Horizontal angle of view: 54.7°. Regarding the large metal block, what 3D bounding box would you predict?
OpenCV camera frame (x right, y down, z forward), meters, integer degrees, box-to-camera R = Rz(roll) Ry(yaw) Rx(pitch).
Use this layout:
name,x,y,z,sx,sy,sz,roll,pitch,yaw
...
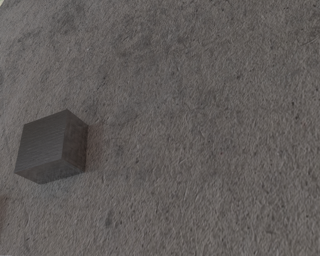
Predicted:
name,x,y,z,sx,sy,sz,roll,pitch,yaw
large metal block,-0.156,0.029,0.452,0.080,0.050,0.080,-17,55,18
